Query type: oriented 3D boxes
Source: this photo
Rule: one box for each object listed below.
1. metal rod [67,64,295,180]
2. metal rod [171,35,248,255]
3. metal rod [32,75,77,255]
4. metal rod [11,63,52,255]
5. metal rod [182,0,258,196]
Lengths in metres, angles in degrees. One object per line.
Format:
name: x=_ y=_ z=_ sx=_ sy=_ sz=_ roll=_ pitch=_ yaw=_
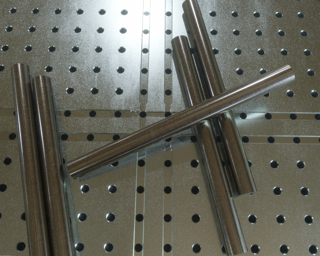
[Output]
metal rod: x=0.026 y=-0.008 z=0.391 sx=0.301 sy=0.025 sz=0.025 roll=-24 pitch=72 yaw=0
metal rod: x=0.059 y=0.008 z=0.409 sx=0.025 sy=0.025 sz=0.299 roll=-11 pitch=70 yaw=-4
metal rod: x=-0.130 y=0.069 z=0.384 sx=0.025 sy=0.025 sz=0.299 roll=-13 pitch=71 yaw=-5
metal rod: x=-0.162 y=0.051 z=0.390 sx=0.025 sy=0.025 sz=0.299 roll=-13 pitch=71 yaw=-5
metal rod: x=0.077 y=-0.056 z=0.433 sx=0.025 sy=0.025 sz=0.299 roll=-11 pitch=70 yaw=-4
